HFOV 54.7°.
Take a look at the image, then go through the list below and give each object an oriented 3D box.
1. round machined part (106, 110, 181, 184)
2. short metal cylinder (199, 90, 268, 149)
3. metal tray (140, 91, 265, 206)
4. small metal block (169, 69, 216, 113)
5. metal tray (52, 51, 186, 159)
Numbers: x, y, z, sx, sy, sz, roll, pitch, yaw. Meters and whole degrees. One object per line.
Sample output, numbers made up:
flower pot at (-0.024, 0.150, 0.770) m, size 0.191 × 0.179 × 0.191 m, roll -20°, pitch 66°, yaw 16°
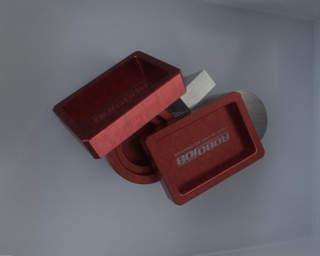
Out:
round machined part at (-0.023, 0.019, 0.394) m, size 0.099 × 0.042 × 0.097 m, roll 0°, pitch 90°, yaw -21°
short metal cylinder at (0.101, -0.011, 0.434) m, size 0.081 × 0.050 × 0.079 m, roll 0°, pitch 90°, yaw -21°
metal tray at (0.053, 0.022, 0.376) m, size 0.131 × 0.030 × 0.090 m, roll -27°, pitch 99°, yaw -14°
small metal block at (0.038, -0.048, 0.410) m, size 0.050 × 0.050 × 0.025 m, roll -45°, pitch 105°, yaw -16°
metal tray at (-0.046, -0.033, 0.356) m, size 0.131 × 0.090 × 0.030 m, roll -38°, pitch 135°, yaw -17°
